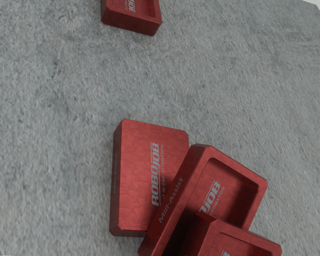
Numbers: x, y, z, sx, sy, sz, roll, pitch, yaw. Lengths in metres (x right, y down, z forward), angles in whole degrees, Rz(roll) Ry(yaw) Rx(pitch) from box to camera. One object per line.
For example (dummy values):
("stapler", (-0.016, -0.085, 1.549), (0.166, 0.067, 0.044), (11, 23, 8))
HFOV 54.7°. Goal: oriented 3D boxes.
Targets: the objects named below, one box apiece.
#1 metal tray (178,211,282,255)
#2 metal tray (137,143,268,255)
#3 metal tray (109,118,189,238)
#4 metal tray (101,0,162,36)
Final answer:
("metal tray", (0.052, 0.155, 0.290), (0.090, 0.030, 0.130), (27, 81, -21))
("metal tray", (0.047, 0.092, 0.320), (0.090, 0.030, 0.130), (32, 79, -20))
("metal tray", (-0.009, 0.058, 0.362), (0.091, 0.030, 0.130), (12, 57, -22))
("metal tray", (-0.050, -0.217, 0.507), (0.091, 0.030, 0.130), (7, 59, -25))
